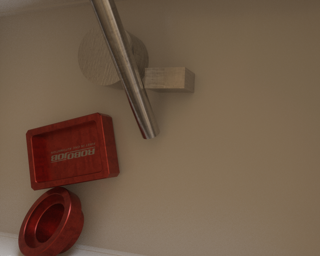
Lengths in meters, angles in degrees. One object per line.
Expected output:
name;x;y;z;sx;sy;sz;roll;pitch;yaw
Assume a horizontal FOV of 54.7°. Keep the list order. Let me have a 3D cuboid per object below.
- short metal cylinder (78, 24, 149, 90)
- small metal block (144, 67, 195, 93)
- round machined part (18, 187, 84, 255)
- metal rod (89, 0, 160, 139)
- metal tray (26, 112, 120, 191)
short metal cylinder;-0.062;-0.094;0.418;0.080;0.050;0.079;0;90;19
small metal block;0.014;-0.060;0.392;0.050;0.050;0.025;2;91;19
round machined part;-0.146;0.136;0.434;0.098;0.042;0.098;-23;43;24
metal rod;-0.056;-0.118;0.344;0.025;0.025;0.298;-9;119;19
metal tray;-0.128;0.036;0.447;0.130;0.030;0.090;-12;81;19
